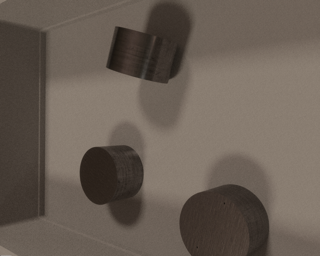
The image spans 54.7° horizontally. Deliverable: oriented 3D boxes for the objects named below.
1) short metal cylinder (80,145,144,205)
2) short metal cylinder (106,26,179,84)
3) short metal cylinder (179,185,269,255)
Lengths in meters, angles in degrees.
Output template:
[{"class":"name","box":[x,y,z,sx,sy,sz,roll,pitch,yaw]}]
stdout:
[{"class":"short metal cylinder","box":[-0.070,0.066,0.446,0.080,0.050,0.079,0,90,39]},{"class":"short metal cylinder","box":[-0.022,-0.091,0.387,0.080,0.081,0.050,25,106,37]},{"class":"short metal cylinder","box":[0.068,0.104,0.333,0.080,0.050,0.079,0,90,39]}]
